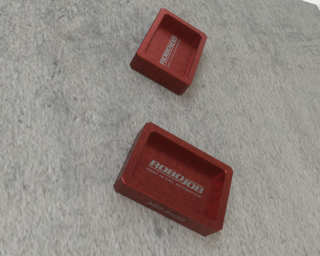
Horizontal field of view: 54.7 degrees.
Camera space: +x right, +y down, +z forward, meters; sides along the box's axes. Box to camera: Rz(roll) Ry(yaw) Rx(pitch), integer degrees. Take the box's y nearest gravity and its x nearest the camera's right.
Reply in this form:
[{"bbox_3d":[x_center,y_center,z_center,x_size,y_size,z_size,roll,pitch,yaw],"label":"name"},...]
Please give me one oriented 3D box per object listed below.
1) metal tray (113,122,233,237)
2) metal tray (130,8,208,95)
[{"bbox_3d":[0.021,0.061,0.376,0.131,0.030,0.090,30,52,-10],"label":"metal tray"},{"bbox_3d":[0.018,-0.123,0.486,0.090,0.030,0.130,29,52,-10],"label":"metal tray"}]
